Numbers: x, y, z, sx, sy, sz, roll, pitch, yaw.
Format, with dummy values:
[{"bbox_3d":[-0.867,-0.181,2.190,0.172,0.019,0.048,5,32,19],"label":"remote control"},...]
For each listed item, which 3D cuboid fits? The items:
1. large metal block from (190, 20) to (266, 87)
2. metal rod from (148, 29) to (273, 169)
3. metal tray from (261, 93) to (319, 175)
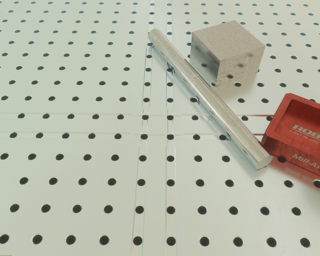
[{"bbox_3d":[0.104,-0.121,0.493,0.081,0.050,0.080,-20,53,-16],"label":"large metal block"},{"bbox_3d":[0.058,-0.061,0.458,0.025,0.025,0.300,-21,53,-17],"label":"metal rod"},{"bbox_3d":[0.207,0.014,0.393,0.130,0.030,0.090,26,55,20],"label":"metal tray"}]
